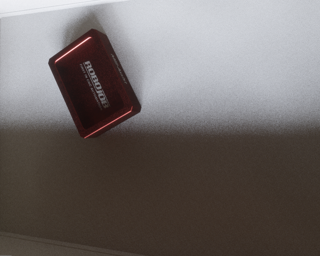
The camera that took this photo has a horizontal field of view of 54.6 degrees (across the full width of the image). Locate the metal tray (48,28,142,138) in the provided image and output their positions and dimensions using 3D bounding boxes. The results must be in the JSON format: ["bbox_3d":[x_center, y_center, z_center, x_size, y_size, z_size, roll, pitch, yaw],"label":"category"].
[{"bbox_3d":[-0.094,-0.061,0.441,0.090,0.030,0.130,-29,81,17],"label":"metal tray"}]
